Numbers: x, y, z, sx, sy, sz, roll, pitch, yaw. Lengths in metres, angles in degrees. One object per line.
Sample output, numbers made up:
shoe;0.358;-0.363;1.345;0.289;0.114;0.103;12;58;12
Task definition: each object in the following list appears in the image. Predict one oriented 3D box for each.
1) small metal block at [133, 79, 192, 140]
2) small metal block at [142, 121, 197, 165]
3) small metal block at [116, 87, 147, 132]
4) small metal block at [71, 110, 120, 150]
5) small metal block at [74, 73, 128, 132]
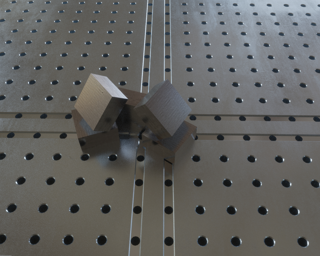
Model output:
small metal block;0.004;-0.022;0.376;0.050;0.025;0.050;50;54;-17
small metal block;0.012;0.011;0.399;0.050;0.025;0.050;29;55;21
small metal block;-0.034;-0.022;0.409;0.050;0.050;0.025;15;52;11
small metal block;-0.085;-0.004;0.410;0.050;0.025;0.050;-15;52;-13
small metal block;-0.073;-0.031;0.380;0.025;0.050;0.050;4;35;-51
